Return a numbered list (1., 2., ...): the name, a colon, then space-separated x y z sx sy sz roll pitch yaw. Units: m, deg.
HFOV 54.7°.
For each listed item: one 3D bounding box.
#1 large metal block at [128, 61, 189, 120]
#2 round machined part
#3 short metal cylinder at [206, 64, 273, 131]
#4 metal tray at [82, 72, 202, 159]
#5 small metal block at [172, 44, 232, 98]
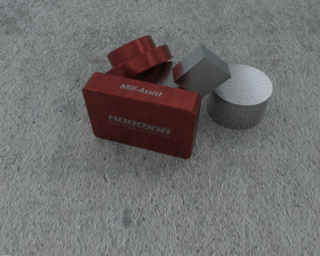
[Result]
1. large metal block: -0.003 -0.047 0.430 0.081 0.050 0.080 -1 50 -1
2. round machined part: -0.035 -0.097 0.438 0.099 0.098 0.042 -30 100 -23
3. short metal cylinder: 0.107 -0.043 0.426 0.081 0.050 0.080 0 50 0
4. metal tray: -0.021 -0.013 0.373 0.131 0.090 0.030 13 52 10
5. small metal block: 0.052 -0.069 0.388 0.050 0.050 0.025 26 43 -34
